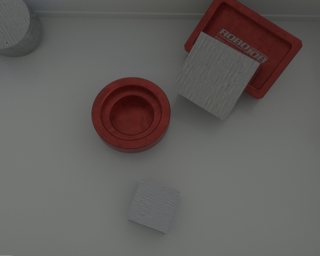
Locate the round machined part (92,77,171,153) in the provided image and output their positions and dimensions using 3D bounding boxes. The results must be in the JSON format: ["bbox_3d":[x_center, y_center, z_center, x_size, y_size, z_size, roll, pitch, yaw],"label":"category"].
[{"bbox_3d":[-0.036,-0.014,0.405,0.099,0.042,0.098,0,70,-1],"label":"round machined part"}]

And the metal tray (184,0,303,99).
[{"bbox_3d":[0.111,-0.111,0.426,0.130,0.030,0.090,38,106,12],"label":"metal tray"}]

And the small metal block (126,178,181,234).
[{"bbox_3d":[-0.008,0.095,0.375,0.050,0.025,0.050,19,71,6],"label":"small metal block"}]

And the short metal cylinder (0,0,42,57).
[{"bbox_3d":[-0.214,-0.144,0.434,0.081,0.050,0.079,0,90,-3],"label":"short metal cylinder"}]

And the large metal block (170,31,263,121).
[{"bbox_3d":[0.074,-0.067,0.400,0.080,0.050,0.080,33,110,13],"label":"large metal block"}]
